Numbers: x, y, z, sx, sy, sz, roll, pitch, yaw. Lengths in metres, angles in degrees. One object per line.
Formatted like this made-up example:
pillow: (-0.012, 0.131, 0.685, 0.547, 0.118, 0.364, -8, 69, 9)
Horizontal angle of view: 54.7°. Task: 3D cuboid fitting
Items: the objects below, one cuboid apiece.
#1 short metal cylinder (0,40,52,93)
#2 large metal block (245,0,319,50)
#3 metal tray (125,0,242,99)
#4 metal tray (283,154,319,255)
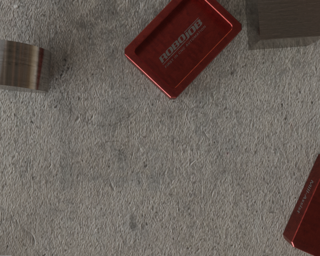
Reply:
short metal cylinder: (-0.178, -0.073, 0.381, 0.081, 0.080, 0.050, 5, 90, 0)
large metal block: (0.158, -0.149, 0.399, 0.081, 0.050, 0.080, -4, 90, 0)
metal tray: (0.030, -0.113, 0.407, 0.090, 0.030, 0.130, 44, 90, 0)
metal tray: (0.234, 0.109, 0.409, 0.090, 0.030, 0.129, 24, 90, 0)
